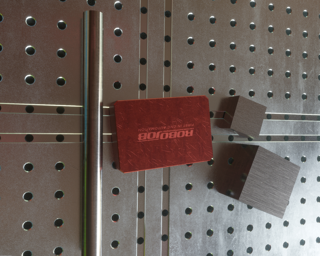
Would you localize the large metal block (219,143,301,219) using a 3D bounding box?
[{"bbox_3d":[0.146,0.076,0.455,0.080,0.050,0.080,26,81,-19],"label":"large metal block"}]

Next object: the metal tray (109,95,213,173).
[{"bbox_3d":[0.003,0.005,0.412,0.131,0.030,0.089,-6,92,-20],"label":"metal tray"}]

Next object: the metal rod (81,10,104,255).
[{"bbox_3d":[-0.083,0.008,0.382,0.025,0.025,0.298,0,90,-20],"label":"metal rod"}]

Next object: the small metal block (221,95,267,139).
[{"bbox_3d":[0.125,-0.015,0.460,0.050,0.025,0.050,19,84,-20],"label":"small metal block"}]
